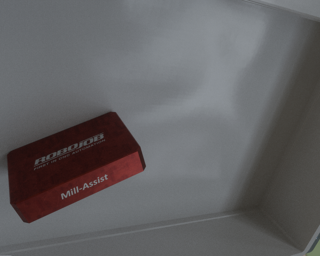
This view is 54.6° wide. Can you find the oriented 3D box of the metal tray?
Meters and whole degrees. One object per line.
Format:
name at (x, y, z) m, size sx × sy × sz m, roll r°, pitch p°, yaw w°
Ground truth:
metal tray at (-0.092, 0.036, 0.337) m, size 0.131 × 0.090 × 0.030 m, roll -23°, pitch 127°, yaw -14°
